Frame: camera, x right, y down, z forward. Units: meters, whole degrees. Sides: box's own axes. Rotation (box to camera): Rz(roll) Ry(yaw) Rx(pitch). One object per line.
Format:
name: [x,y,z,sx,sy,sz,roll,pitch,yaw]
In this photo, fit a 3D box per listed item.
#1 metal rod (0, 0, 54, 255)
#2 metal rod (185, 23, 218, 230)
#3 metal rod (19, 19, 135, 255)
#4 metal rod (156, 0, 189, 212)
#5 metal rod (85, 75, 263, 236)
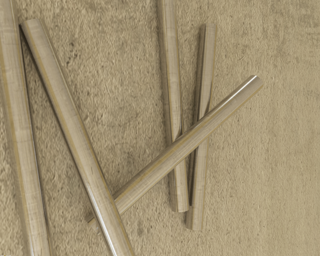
metal rod: [-0.129,0.030,0.296,0.025,0.025,0.298,-11,97,-40]
metal rod: [0.061,-0.005,0.455,0.025,0.025,0.298,8,85,-40]
metal rod: [-0.075,0.038,0.317,0.025,0.025,0.298,-25,98,-37]
metal rod: [0.017,-0.036,0.418,0.025,0.025,0.298,-7,95,-40]
metal rod: [0.033,0.022,0.398,0.301,0.025,0.025,-39,115,-22]
